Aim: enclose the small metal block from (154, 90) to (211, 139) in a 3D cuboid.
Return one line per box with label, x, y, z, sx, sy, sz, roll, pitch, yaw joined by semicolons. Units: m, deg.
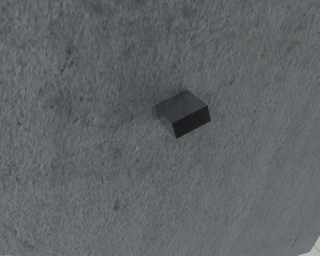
small metal block;0.028;-0.019;0.396;0.050;0.050;0.025;-27;128;-12
